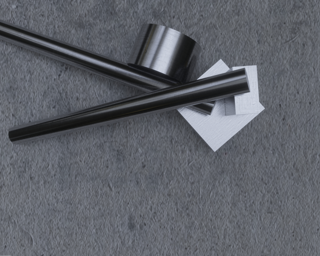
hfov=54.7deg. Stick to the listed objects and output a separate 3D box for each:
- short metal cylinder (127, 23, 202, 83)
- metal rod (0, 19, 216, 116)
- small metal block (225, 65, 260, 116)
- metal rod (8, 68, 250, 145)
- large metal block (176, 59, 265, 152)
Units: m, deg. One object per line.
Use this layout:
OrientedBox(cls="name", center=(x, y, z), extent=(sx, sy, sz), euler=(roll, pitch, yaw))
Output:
OrientedBox(cls="short metal cylinder", center=(0.005, -0.087, 0.385), extent=(0.080, 0.080, 0.050), euler=(21, 90, -1))
OrientedBox(cls="metal rod", center=(-0.076, -0.079, 0.381), extent=(0.301, 0.025, 0.025), euler=(21, 90, 11))
OrientedBox(cls="small metal block", center=(0.090, -0.040, 0.347), extent=(0.025, 0.050, 0.050), euler=(-4, 90, 0))
OrientedBox(cls="metal rod", center=(-0.052, -0.019, 0.357), extent=(0.301, 0.025, 0.025), euler=(-12, 90, 20))
OrientedBox(cls="large metal block", center=(0.070, -0.028, 0.398), extent=(0.080, 0.050, 0.080), euler=(-41, 90, 1))
